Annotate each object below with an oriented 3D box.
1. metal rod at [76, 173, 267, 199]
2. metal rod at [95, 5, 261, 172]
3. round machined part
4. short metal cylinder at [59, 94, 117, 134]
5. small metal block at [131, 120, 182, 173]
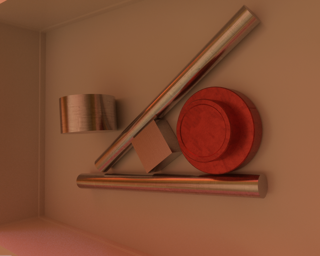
[{"bbox_3d":[-0.010,0.073,0.411,0.300,0.025,0.025,-7,86,39],"label":"metal rod"},{"bbox_3d":[0.004,-0.031,0.400,0.299,0.025,0.025,-44,64,31],"label":"metal rod"},{"bbox_3d":[0.058,0.003,0.343,0.098,0.042,0.097,0,90,39],"label":"round machined part"},{"bbox_3d":[-0.104,-0.018,0.453,0.080,0.081,0.050,-6,86,39],"label":"short metal cylinder"},{"bbox_3d":[-0.004,0.024,0.406,0.050,0.025,0.050,-43,65,31],"label":"small metal block"}]
